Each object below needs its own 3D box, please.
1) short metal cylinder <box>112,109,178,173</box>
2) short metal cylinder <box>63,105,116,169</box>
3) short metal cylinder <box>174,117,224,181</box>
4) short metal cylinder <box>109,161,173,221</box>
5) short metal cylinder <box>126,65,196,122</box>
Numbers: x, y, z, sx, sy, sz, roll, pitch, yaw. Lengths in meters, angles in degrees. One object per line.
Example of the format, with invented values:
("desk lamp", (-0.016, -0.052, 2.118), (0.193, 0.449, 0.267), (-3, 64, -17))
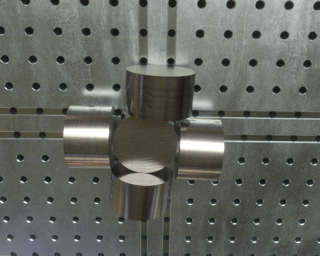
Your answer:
("short metal cylinder", (-0.019, 0.011, 0.404), (0.081, 0.050, 0.079), (-1, 110, -1))
("short metal cylinder", (-0.084, 0.011, 0.387), (0.050, 0.080, 0.079), (1, 110, -1))
("short metal cylinder", (0.047, 0.026, 0.394), (0.050, 0.080, 0.079), (3, 110, -2))
("short metal cylinder", (-0.025, 0.077, 0.411), (0.081, 0.080, 0.050), (6, 110, -2))
("short metal cylinder", (0.000, -0.044, 0.367), (0.081, 0.080, 0.050), (3, 110, -1))
